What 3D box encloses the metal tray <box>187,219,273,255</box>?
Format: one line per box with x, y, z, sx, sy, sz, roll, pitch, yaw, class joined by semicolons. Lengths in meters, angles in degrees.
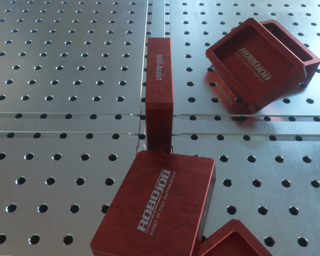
0.050;0.155;0.274;0.131;0.030;0.090;-29;56;-23;metal tray

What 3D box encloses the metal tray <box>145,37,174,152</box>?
-0.001;-0.044;0.402;0.030;0.089;0.130;0;50;0;metal tray

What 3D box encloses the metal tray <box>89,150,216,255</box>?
0.000;0.081;0.313;0.090;0.030;0.130;5;40;19;metal tray

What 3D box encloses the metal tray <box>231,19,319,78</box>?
0.185;-0.127;0.513;0.091;0.030;0.130;-16;52;-14;metal tray

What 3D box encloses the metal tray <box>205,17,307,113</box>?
0.137;-0.096;0.458;0.090;0.030;0.130;-36;53;11;metal tray
